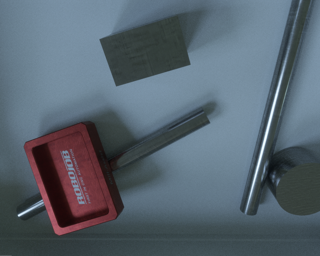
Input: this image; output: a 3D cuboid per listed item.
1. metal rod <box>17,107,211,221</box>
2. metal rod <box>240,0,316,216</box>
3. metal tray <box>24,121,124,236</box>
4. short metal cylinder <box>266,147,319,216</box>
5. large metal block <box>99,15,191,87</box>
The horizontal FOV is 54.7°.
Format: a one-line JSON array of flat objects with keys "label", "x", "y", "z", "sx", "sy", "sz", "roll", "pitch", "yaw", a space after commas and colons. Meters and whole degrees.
[{"label": "metal rod", "x": -0.070, "y": 0.053, "z": 0.430, "sx": 0.301, "sy": 0.025, "sz": 0.025, "roll": -28, "pitch": 108, "yaw": 9}, {"label": "metal rod", "x": 0.149, "y": -0.017, "z": 0.407, "sx": 0.025, "sy": 0.025, "sz": 0.298, "roll": 7, "pitch": 110, "yaw": -3}, {"label": "metal tray", "x": -0.112, "y": 0.065, "z": 0.407, "sx": 0.090, "sy": 0.030, "sz": 0.129, "roll": -19, "pitch": 91, "yaw": 9}, {"label": "short metal cylinder", "x": 0.192, "y": 0.072, "z": 0.427, "sx": 0.081, "sy": 0.050, "sz": 0.079, "roll": 0, "pitch": 110, "yaw": -1}, {"label": "large metal block", "x": -0.015, "y": -0.090, "z": 0.349, "sx": 0.080, "sy": 0.080, "sz": 0.050, "roll": -16, "pitch": 110, "yaw": 5}]
